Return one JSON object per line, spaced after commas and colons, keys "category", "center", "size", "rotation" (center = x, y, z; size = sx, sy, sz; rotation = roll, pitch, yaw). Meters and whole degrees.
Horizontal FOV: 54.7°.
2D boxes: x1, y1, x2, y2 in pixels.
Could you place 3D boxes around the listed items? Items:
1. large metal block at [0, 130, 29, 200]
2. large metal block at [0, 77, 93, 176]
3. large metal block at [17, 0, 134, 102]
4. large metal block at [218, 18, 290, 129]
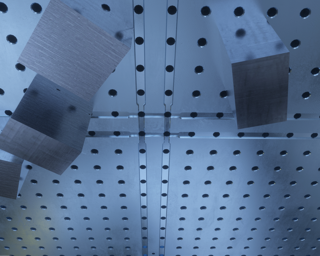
{"category": "large metal block", "center": [-0.231, 0.048, 0.433], "size": [0.081, 0.050, 0.079], "rotation": [16, 128, -14]}
{"category": "large metal block", "center": [-0.135, -0.003, 0.371], "size": [0.080, 0.080, 0.050], "rotation": [31, 123, -24]}
{"category": "large metal block", "center": [-0.085, -0.087, 0.320], "size": [0.080, 0.050, 0.080], "rotation": [31, 124, -24]}
{"category": "large metal block", "center": [0.097, -0.058, 0.328], "size": [0.050, 0.080, 0.080], "rotation": [-10, 130, 8]}
